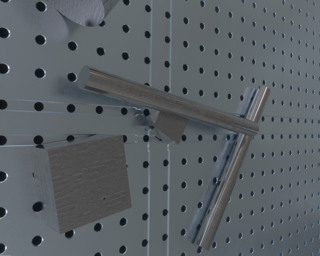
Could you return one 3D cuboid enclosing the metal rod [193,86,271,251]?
[{"bbox_3d":[0.126,0.054,0.515,0.025,0.025,0.300,42,65,-32],"label":"metal rod"}]

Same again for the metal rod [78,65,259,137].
[{"bbox_3d":[0.037,-0.025,0.407,0.302,0.025,0.025,13,82,-39],"label":"metal rod"}]

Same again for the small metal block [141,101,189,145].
[{"bbox_3d":[0.010,-0.012,0.418,0.050,0.025,0.050,37,67,-34],"label":"small metal block"}]

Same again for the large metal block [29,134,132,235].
[{"bbox_3d":[-0.082,0.052,0.325,0.081,0.050,0.079,-11,97,-40],"label":"large metal block"}]

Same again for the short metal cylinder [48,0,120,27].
[{"bbox_3d":[-0.077,-0.150,0.309,0.080,0.080,0.050,45,63,-31],"label":"short metal cylinder"}]
